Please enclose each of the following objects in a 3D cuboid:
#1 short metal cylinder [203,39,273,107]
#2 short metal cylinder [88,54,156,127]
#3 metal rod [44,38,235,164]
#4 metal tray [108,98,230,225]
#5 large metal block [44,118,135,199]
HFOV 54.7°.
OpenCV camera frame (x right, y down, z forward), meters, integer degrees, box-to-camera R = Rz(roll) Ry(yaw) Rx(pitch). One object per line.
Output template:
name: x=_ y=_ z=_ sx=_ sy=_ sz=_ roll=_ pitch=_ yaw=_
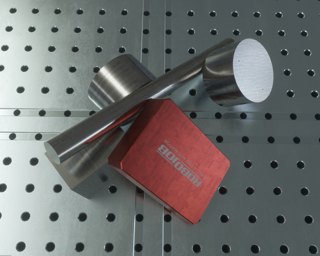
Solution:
short metal cylinder: x=0.102 y=-0.070 z=0.404 sx=0.081 sy=0.050 sz=0.080 roll=3 pitch=84 yaw=-37
short metal cylinder: x=-0.044 y=-0.048 z=0.399 sx=0.080 sy=0.080 sz=0.050 roll=-42 pitch=76 yaw=-14
metal rod: x=0.001 y=-0.049 z=0.373 sx=0.025 sy=0.025 sz=0.302 roll=45 pitch=55 yaw=14
metal tray: x=0.017 y=0.039 z=0.353 sx=0.130 sy=0.030 sz=0.090 roll=44 pitch=70 yaw=-30
large metal block: x=-0.076 y=0.034 z=0.368 sx=0.080 sy=0.080 sz=0.050 roll=-38 pitch=75 yaw=-13
